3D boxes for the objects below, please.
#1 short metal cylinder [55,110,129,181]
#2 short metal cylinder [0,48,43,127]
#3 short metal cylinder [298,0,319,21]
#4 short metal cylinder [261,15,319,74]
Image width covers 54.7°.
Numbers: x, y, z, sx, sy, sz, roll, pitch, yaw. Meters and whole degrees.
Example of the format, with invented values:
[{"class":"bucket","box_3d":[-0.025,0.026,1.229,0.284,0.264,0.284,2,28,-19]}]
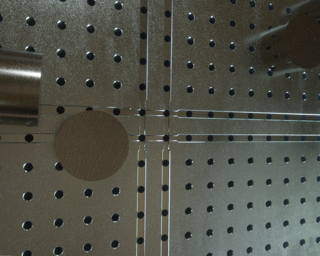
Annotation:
[{"class":"short metal cylinder","box_3d":[-0.083,0.020,0.370,0.081,0.050,0.079,0,90,-21]},{"class":"short metal cylinder","box_3d":[-0.153,-0.042,0.327,0.050,0.080,0.079,4,89,-20]},{"class":"short metal cylinder","box_3d":[0.276,-0.185,0.503,0.081,0.050,0.079,0,90,-20]},{"class":"short metal cylinder","box_3d":[0.205,-0.126,0.477,0.081,0.050,0.079,0,90,-21]}]
